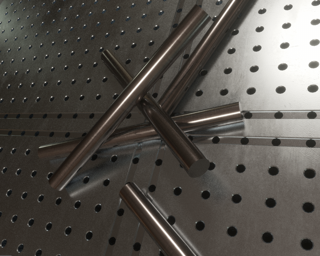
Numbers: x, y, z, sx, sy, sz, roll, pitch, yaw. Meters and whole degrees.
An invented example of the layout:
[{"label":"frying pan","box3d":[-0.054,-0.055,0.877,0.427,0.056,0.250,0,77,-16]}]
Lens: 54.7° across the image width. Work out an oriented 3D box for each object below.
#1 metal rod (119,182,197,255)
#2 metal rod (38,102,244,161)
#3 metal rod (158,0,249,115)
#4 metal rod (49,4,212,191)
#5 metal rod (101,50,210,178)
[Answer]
[{"label":"metal rod","box3d":[0.048,0.155,0.287,0.025,0.025,0.300,-45,51,-4]},{"label":"metal rod","box3d":[-0.041,0.010,0.421,0.301,0.025,0.025,-12,57,21]},{"label":"metal rod","box3d":[0.085,-0.142,0.449,0.025,0.025,0.300,25,75,36]},{"label":"metal rod","box3d":[-0.047,-0.028,0.395,0.299,0.025,0.025,-47,50,15]},{"label":"metal rod","box3d":[-0.025,-0.041,0.419,0.025,0.025,0.300,-39,44,1]}]
